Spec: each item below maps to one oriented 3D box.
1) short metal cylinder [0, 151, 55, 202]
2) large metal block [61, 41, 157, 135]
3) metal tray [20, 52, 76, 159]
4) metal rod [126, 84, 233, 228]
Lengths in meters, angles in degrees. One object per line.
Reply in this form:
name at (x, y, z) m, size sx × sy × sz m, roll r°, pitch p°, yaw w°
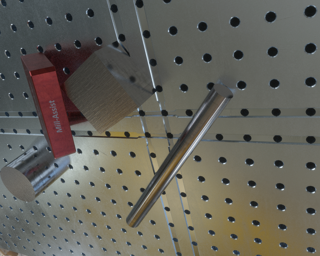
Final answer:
short metal cylinder at (-0.247, 0.090, 0.578) m, size 0.080 × 0.050 × 0.079 m, roll 13°, pitch 124°, yaw 21°
large metal block at (-0.066, -0.050, 0.397) m, size 0.080 × 0.050 × 0.080 m, roll -32°, pitch 101°, yaw 37°
metal tray at (-0.157, -0.032, 0.437) m, size 0.090 × 0.030 × 0.129 m, roll 40°, pitch 142°, yaw 51°
metal rod at (0.012, 0.059, 0.439) m, size 0.025 × 0.025 × 0.298 m, roll 34°, pitch 129°, yaw 5°
